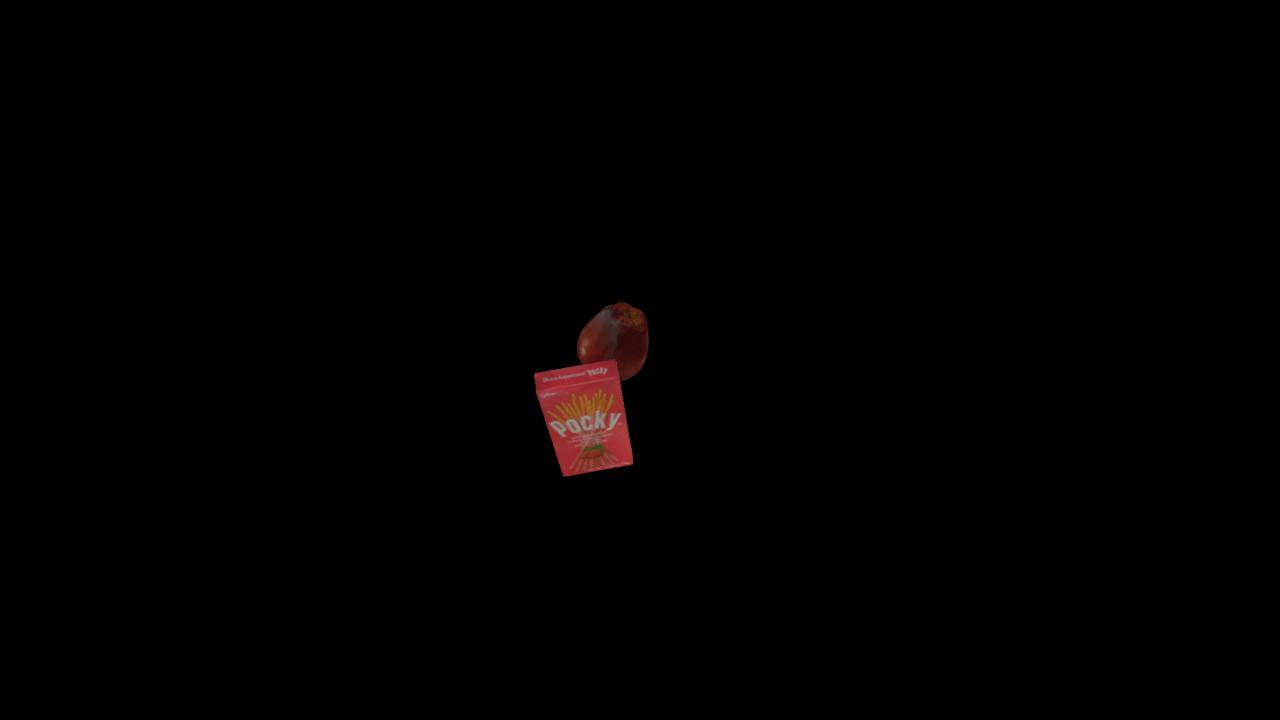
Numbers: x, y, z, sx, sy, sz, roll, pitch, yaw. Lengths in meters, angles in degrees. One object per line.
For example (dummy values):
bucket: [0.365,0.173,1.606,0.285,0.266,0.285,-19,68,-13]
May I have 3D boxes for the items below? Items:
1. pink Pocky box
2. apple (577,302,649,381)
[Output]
pink Pocky box: [-0.056,0.066,0.657,0.084,0.029,0.155,-10,-44,-3]
apple: [-0.027,-0.018,0.678,0.079,0.079,0.093,0,-41,-35]
